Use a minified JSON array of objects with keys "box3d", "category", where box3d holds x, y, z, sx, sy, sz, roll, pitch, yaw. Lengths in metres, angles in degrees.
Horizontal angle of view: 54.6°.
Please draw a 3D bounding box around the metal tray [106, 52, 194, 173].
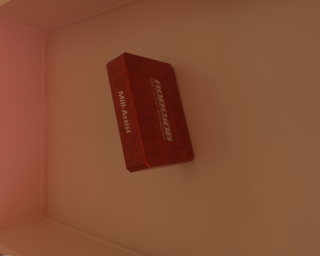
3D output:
[{"box3d":[-0.010,-0.018,0.370,0.030,0.091,0.129,-20,78,37],"category":"metal tray"}]
